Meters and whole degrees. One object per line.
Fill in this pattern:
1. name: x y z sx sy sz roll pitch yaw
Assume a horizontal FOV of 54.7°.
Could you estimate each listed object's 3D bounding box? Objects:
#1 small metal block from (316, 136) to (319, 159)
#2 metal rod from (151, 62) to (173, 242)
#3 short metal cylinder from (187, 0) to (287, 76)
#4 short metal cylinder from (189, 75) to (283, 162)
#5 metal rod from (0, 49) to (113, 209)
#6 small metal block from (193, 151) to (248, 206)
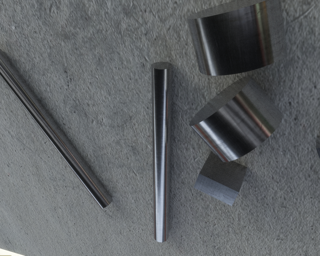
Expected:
1. small metal block: 0.197 0.031 0.322 0.050 0.025 0.050 -16 111 34
2. metal rod: 0.002 0.054 0.438 0.025 0.025 0.298 13 124 21
3. short metal cylinder: 0.070 -0.086 0.282 0.080 0.080 0.050 -3 117 29
4. short metal cylinder: 0.078 -0.010 0.324 0.050 0.080 0.080 49 129 -6
5. metal rod: -0.172 0.009 0.502 0.025 0.025 0.299 -24 106 36
6. small metal block: 0.077 0.062 0.389 0.050 0.050 0.025 24 127 13
